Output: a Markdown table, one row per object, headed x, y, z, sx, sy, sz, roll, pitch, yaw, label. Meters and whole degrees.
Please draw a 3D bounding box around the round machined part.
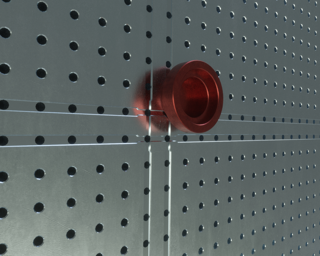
| x | y | z | sx | sy | sz | roll | pitch | yaw | label |
| --- | --- | --- | --- | --- | --- | --- | --- | --- | --- |
| 0.040 | -0.042 | 0.431 | 0.099 | 0.042 | 0.097 | 0 | 90 | -40 | round machined part |
